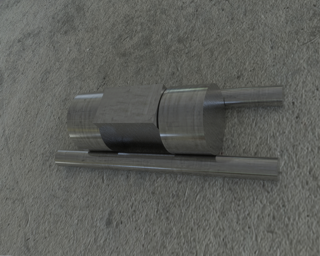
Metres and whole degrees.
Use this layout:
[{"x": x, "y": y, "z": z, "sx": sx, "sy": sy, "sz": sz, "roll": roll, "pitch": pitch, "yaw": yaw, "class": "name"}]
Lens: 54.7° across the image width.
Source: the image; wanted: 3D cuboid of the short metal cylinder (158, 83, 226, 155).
[{"x": 0.039, "y": -0.010, "z": 0.355, "sx": 0.050, "sy": 0.080, "sz": 0.080, "roll": -1, "pitch": 61, "yaw": 28, "class": "short metal cylinder"}]

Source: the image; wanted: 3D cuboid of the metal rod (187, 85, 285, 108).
[{"x": 0.008, "y": -0.036, "z": 0.424, "sx": 0.300, "sy": 0.025, "sz": 0.025, "roll": 0, "pitch": 62, "yaw": 28, "class": "metal rod"}]

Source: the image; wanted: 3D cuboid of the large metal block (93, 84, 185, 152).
[{"x": -0.020, "y": -0.009, "z": 0.383, "sx": 0.080, "sy": 0.080, "sz": 0.050, "roll": 0, "pitch": 62, "yaw": 28, "class": "large metal block"}]

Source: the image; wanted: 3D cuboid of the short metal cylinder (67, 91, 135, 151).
[{"x": -0.077, "y": -0.009, "z": 0.416, "sx": 0.050, "sy": 0.080, "sz": 0.080, "roll": -1, "pitch": 61, "yaw": 28, "class": "short metal cylinder"}]

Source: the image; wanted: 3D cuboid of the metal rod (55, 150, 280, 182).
[{"x": -0.012, "y": 0.043, "z": 0.386, "sx": 0.300, "sy": 0.025, "sz": 0.025, "roll": 0, "pitch": 62, "yaw": 28, "class": "metal rod"}]
